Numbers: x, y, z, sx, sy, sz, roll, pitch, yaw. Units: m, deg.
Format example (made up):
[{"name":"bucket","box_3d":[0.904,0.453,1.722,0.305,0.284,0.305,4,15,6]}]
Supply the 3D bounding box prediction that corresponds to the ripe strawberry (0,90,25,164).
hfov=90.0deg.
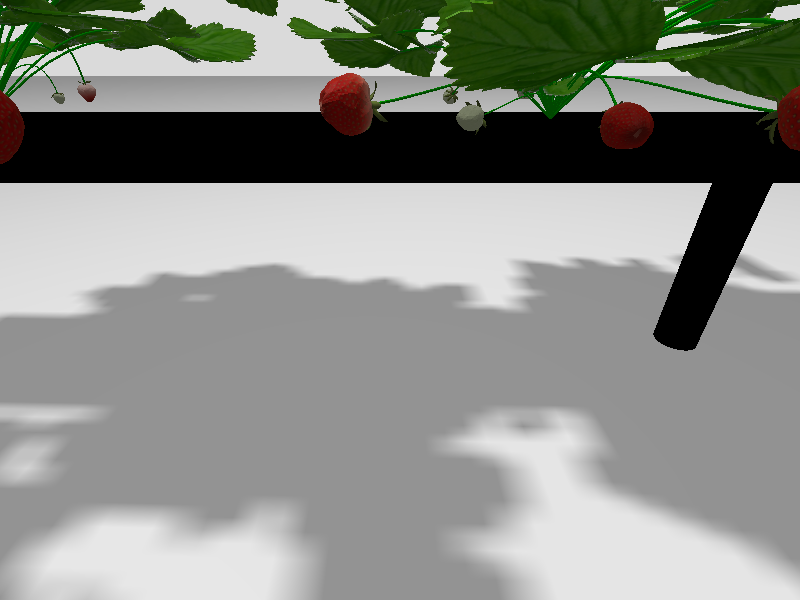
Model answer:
[{"name":"ripe strawberry","box_3d":[-0.180,-0.074,0.166,0.036,0.038,0.039,-24,39,-35]}]

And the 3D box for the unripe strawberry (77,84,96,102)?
[{"name":"unripe strawberry","box_3d":[-0.372,-0.246,0.476,0.018,0.019,0.019,-7,31,-11]}]

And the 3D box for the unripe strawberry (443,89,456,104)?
[{"name":"unripe strawberry","box_3d":[0.053,-0.221,0.437,0.015,0.015,0.016,-14,14,-22]}]

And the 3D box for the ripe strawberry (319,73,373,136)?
[{"name":"ripe strawberry","box_3d":[-0.032,-0.116,0.237,0.032,0.033,0.029,-17,34,-25]}]

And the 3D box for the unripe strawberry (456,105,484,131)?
[{"name":"unripe strawberry","box_3d":[0.044,-0.115,0.253,0.016,0.016,0.017,-27,40,-36]}]

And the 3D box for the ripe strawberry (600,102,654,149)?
[{"name":"ripe strawberry","box_3d":[0.111,-0.084,0.195,0.024,0.021,0.024,2,36,3]}]

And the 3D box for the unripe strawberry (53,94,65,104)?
[{"name":"unripe strawberry","box_3d":[-0.347,-0.205,0.408,0.009,0.010,0.010,-5,31,-8]}]

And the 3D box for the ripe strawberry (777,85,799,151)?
[{"name":"ripe strawberry","box_3d":[0.199,-0.085,0.184,0.038,0.033,0.038,-15,34,-24]}]

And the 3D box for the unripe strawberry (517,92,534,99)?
[{"name":"unripe strawberry","box_3d":[0.153,-0.253,0.486,0.021,0.018,0.021,5,-1,8]}]
